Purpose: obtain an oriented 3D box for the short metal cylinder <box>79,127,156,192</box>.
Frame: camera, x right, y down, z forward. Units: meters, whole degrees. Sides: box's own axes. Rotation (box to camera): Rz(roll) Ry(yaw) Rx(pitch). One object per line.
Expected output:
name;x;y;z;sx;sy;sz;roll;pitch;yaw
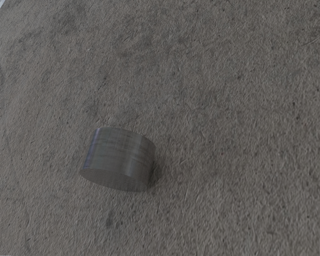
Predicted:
short metal cylinder;-0.049;0.040;0.371;0.080;0.080;0.050;-2;61;27
